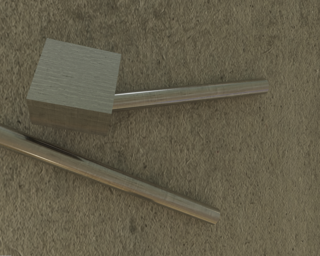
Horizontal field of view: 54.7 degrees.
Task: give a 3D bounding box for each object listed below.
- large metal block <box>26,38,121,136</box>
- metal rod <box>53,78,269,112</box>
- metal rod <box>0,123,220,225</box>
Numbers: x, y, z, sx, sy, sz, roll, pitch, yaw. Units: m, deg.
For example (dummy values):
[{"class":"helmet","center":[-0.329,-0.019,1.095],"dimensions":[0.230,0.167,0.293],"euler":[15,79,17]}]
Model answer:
[{"class":"large metal block","center":[-0.091,-0.043,0.340],"dimensions":[0.081,0.050,0.080],"euler":[10,59,-11]},{"class":"metal rod","center":[0.016,-0.043,0.415],"dimensions":[0.303,0.025,0.025],"euler":[-8,93,-20]},{"class":"metal rod","center":[-0.052,0.065,0.390],"dimensions":[0.302,0.025,0.025],"euler":[25,82,-19]}]
